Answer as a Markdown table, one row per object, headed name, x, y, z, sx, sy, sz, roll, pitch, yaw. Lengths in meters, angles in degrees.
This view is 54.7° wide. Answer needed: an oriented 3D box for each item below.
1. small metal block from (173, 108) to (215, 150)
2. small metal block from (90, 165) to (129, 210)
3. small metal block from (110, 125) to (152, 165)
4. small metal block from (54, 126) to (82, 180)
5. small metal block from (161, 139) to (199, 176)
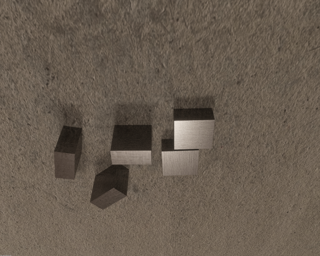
| name | x | y | z | sx | sy | sz | roll | pitch | yaw |
| --- | --- | --- | --- | --- | --- | --- | --- | --- | --- |
| small metal block | 0.044 | 0.001 | 0.409 | 0.050 | 0.025 | 0.050 | -2 | 130 | 1 |
| small metal block | -0.075 | 0.086 | 0.463 | 0.050 | 0.050 | 0.025 | -34 | 123 | 25 |
| small metal block | -0.036 | 0.021 | 0.409 | 0.050 | 0.050 | 0.025 | 0 | 130 | -1 |
| small metal block | -0.123 | 0.033 | 0.417 | 0.025 | 0.050 | 0.050 | 8 | 130 | -7 |
| small metal block | 0.028 | 0.042 | 0.443 | 0.050 | 0.025 | 0.050 | -2 | 130 | 1 |
